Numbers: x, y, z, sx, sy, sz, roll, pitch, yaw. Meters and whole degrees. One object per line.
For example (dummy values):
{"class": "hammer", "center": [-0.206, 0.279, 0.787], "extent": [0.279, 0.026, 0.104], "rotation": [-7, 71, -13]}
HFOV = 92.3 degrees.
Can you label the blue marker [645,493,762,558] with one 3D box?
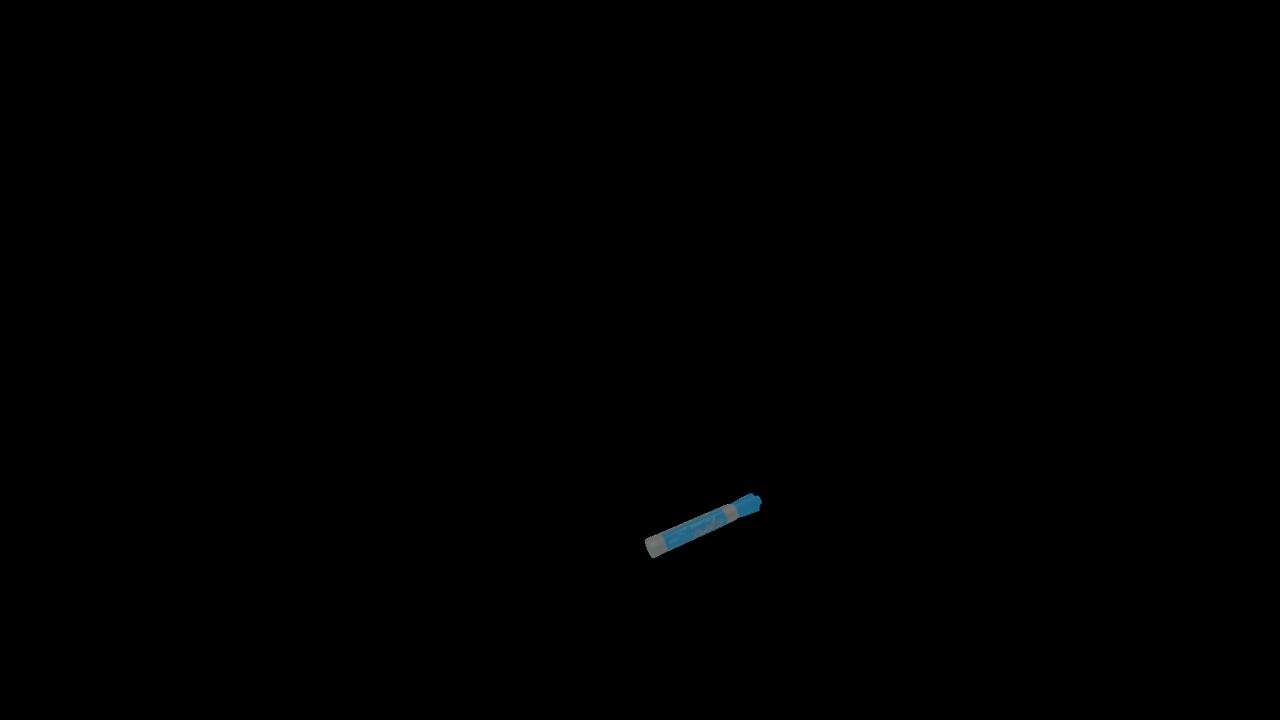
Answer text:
{"class": "blue marker", "center": [0.063, 0.156, 0.586], "extent": [0.121, 0.020, 0.020], "rotation": [-19, 6, -17]}
